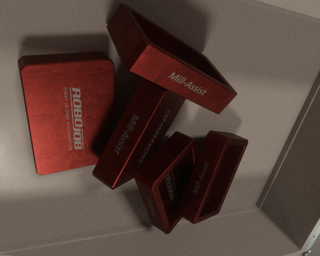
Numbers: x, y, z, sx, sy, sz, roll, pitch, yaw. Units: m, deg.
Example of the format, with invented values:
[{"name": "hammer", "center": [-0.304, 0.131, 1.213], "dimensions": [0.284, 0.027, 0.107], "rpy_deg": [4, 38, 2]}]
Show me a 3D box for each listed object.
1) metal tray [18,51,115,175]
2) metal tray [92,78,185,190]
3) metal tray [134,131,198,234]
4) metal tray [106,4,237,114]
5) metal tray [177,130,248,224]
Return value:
[{"name": "metal tray", "center": [-0.098, -0.015, 0.343], "dimensions": [0.091, 0.030, 0.129], "rpy_deg": [-10, 123, -24]}, {"name": "metal tray", "center": [-0.019, 0.003, 0.365], "dimensions": [0.129, 0.030, 0.090], "rpy_deg": [-61, 165, 15]}, {"name": "metal tray", "center": [0.017, 0.079, 0.431], "dimensions": [0.090, 0.030, 0.129], "rpy_deg": [-45, 143, -28]}, {"name": "metal tray", "center": [0.014, -0.071, 0.328], "dimensions": [0.131, 0.090, 0.030], "rpy_deg": [21, 120, -36]}, {"name": "metal tray", "center": [0.080, 0.071, 0.459], "dimensions": [0.090, 0.030, 0.129], "rpy_deg": [7, 106, -57]}]
